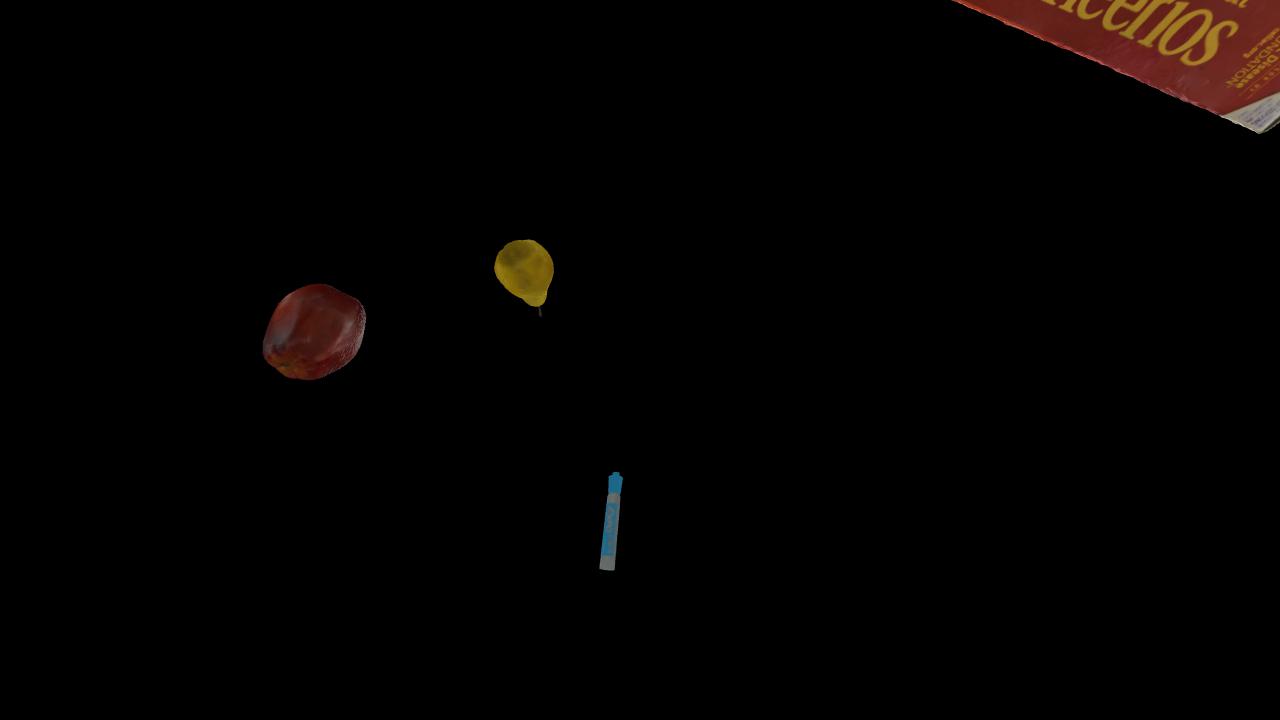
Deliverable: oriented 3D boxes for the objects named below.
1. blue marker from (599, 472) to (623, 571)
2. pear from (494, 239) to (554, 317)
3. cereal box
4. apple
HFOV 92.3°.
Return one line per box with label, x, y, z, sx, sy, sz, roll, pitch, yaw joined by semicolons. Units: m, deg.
blue marker;-0.035;0.201;0.775;0.020;0.121;0.020;4;-26;2
pear;-0.146;-0.106;0.815;0.080;0.080;0.111;0;-30;6
cereal box;0.226;-0.266;0.346;0.306;0.203;0.081;24;-33;0
apple;-0.297;-0.025;0.563;0.079;0.093;0.079;7;-42;6
